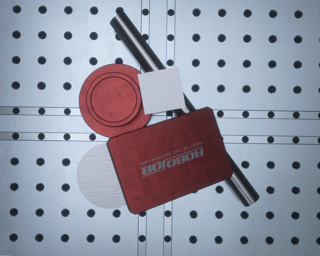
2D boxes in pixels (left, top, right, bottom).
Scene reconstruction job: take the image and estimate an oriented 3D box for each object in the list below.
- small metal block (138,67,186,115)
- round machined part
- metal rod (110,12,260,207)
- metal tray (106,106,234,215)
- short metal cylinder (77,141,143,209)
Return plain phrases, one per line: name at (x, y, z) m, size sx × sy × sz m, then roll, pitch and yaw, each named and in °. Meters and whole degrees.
small metal block at (0.003, -0.046, 0.386) m, size 0.050 × 0.025 × 0.050 m, roll -10°, pitch 93°, yaw 5°
round machined part at (-0.056, -0.035, 0.400) m, size 0.099 × 0.042 × 0.097 m, roll 0°, pitch 90°, yaw 1°
metal rod at (0.033, -0.024, 0.410) m, size 0.025 × 0.025 × 0.299 m, roll -36°, pitch 90°, yaw 0°
metal tray at (0.012, 0.036, 0.369) m, size 0.131 × 0.030 × 0.090 m, roll -18°, pitch 90°, yaw -13°
short metal cylinder at (-0.060, 0.057, 0.396) m, size 0.081 × 0.050 × 0.079 m, roll 0°, pitch 90°, yaw 0°
